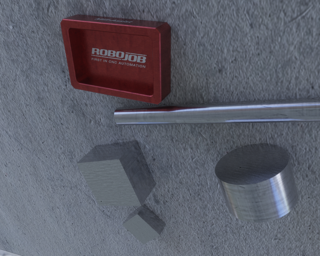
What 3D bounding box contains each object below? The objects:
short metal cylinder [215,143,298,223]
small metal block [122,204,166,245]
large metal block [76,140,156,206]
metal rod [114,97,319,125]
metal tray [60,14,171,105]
[{"bbox_3d":[0.109,0.060,0.350,0.080,0.080,0.050,-8,114,31],"label":"short metal cylinder"},{"bbox_3d":[-0.027,0.162,0.520,0.050,0.025,0.050,44,129,-3],"label":"small metal block"},{"bbox_3d":[-0.064,0.069,0.465,0.080,0.050,0.080,-9,114,31],"label":"large metal block"},{"bbox_3d":[0.078,-0.018,0.354,0.300,0.025,0.025,-1,118,28],"label":"metal rod"},{"bbox_3d":[-0.053,-0.085,0.377,0.130,0.030,0.089,12,124,21],"label":"metal tray"}]
